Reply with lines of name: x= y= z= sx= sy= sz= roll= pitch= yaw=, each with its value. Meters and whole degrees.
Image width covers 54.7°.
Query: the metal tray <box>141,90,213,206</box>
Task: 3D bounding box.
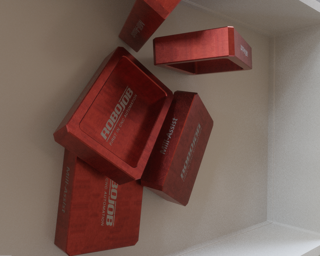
metal tray: x=0.028 y=0.028 z=0.407 sx=0.090 sy=0.030 sz=0.130 roll=48 pitch=58 yaw=-55

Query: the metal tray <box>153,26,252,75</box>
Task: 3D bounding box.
metal tray: x=0.059 y=-0.090 z=0.384 sx=0.131 sy=0.090 sz=0.030 roll=-9 pitch=97 yaw=-65

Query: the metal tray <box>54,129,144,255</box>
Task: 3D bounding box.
metal tray: x=-0.064 y=0.069 z=0.352 sx=0.091 sy=0.030 sz=0.129 roll=8 pitch=85 yaw=-40

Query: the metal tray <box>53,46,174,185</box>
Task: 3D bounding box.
metal tray: x=-0.042 y=-0.016 z=0.337 sx=0.090 sy=0.030 sz=0.130 roll=40 pitch=49 yaw=-22

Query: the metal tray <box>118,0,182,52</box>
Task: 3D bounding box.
metal tray: x=0.004 y=-0.137 z=0.329 sx=0.030 sy=0.130 sz=0.090 roll=40 pitch=80 yaw=-12
